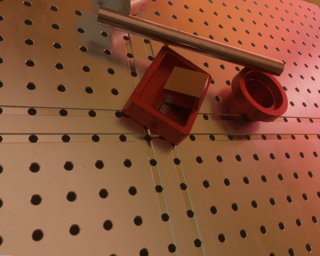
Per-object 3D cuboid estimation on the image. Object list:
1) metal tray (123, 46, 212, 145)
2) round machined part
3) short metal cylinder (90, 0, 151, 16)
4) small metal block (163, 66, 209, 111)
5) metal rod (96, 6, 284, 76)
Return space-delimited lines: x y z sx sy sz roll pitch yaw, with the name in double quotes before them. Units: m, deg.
"metal tray" 0.015 -0.051 0.443 0.090 0.030 0.130 32 52 -8
"round machined part" 0.159 -0.052 0.514 0.099 0.042 0.098 14 56 -21
"short metal cylinder" -0.060 -0.202 0.464 0.080 0.080 0.050 44 51 2
"small metal block" 0.036 -0.056 0.433 0.050 0.025 0.050 16 51 11
"metal rod" 0.056 -0.128 0.472 0.302 0.025 0.025 12 57 -16
